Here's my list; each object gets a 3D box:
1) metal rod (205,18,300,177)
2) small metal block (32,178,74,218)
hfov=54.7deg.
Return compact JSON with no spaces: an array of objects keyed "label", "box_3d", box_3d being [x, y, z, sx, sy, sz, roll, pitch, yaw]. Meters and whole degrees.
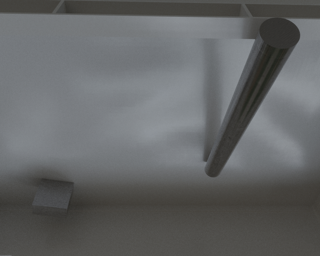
[{"label":"metal rod","box_3d":[0.077,0.001,0.330,0.025,0.025,0.299,-1,156,0]},{"label":"small metal block","box_3d":[-0.166,0.109,0.483,0.050,0.050,0.025,10,129,-9]}]
